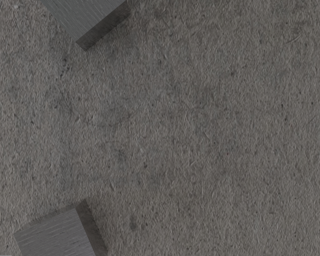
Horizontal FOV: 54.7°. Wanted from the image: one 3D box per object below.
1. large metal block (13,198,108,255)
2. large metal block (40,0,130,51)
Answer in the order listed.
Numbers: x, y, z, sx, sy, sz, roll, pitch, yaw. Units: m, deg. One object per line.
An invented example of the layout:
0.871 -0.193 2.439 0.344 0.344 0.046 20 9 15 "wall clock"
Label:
-0.123 0.148 0.396 0.080 0.050 0.080 -23 90 0 "large metal block"
-0.097 -0.160 0.396 0.080 0.050 0.080 -40 90 0 "large metal block"
